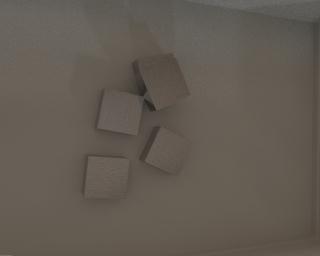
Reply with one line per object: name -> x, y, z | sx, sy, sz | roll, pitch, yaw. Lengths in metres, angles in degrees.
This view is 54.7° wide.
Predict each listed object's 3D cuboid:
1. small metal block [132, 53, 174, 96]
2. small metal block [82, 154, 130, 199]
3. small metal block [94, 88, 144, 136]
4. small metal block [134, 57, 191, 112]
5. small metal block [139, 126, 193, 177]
small metal block -> -0.005, -0.068, 0.410 | 0.050, 0.025, 0.050 | -15, 95, -20
small metal block -> -0.068, 0.060, 0.386 | 0.050, 0.025, 0.050 | 6, 88, -20
small metal block -> -0.052, -0.020, 0.392 | 0.050, 0.025, 0.050 | 11, 86, -20
small metal block -> 0.003, -0.054, 0.386 | 0.050, 0.025, 0.050 | -26, 99, -19
small metal block -> 0.008, 0.031, 0.415 | 0.050, 0.025, 0.050 | 28, 81, -18
